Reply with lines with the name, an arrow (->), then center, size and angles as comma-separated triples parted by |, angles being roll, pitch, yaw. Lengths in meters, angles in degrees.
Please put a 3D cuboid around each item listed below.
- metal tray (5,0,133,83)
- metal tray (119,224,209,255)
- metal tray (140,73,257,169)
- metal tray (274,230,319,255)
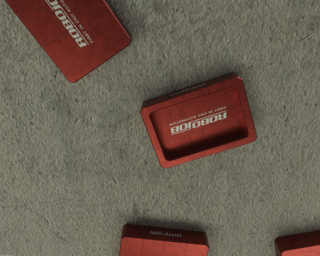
metal tray -> -0.105, -0.130, 0.358 | 0.090, 0.030, 0.130 | -32, 107, 11
metal tray -> 0.003, 0.201, 0.481 | 0.131, 0.030, 0.089 | 7, 110, -3
metal tray -> 0.050, -0.009, 0.404 | 0.131, 0.030, 0.090 | -18, 109, 6
metal tray -> 0.238, 0.228, 0.493 | 0.090, 0.030, 0.129 | -12, 110, 4
